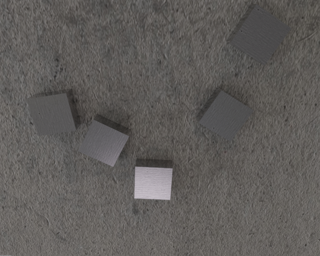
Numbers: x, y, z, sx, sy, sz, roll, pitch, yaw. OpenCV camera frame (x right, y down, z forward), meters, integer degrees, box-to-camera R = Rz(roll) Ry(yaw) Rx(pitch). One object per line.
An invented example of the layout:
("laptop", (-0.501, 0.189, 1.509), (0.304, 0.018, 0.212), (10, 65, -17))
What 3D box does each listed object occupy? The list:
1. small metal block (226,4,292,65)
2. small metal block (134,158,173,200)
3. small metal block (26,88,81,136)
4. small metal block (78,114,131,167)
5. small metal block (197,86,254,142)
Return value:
("small metal block", (0.117, -0.111, 0.370), (0.050, 0.025, 0.050), (30, 107, -11))
("small metal block", (-0.009, 0.072, 0.436), (0.050, 0.025, 0.050), (3, 110, -1))
("small metal block", (-0.136, -0.020, 0.401), (0.050, 0.025, 0.050), (-9, 110, 3))
("small metal block", (-0.074, 0.016, 0.415), (0.050, 0.025, 0.050), (26, 108, -10))
("small metal block", (0.084, -0.019, 0.404), (0.050, 0.025, 0.050), (30, 107, -11))
